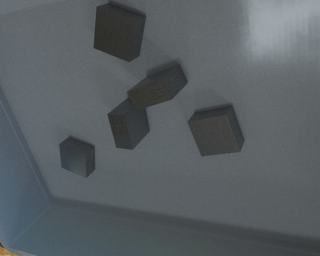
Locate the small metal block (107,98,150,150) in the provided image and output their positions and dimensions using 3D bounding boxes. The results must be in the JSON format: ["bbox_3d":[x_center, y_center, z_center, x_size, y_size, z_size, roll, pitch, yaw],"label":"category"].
[{"bbox_3d":[-0.040,-0.007,0.409,0.025,0.050,0.050,4,120,26],"label":"small metal block"}]

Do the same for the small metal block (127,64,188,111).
[{"bbox_3d":[-0.002,-0.048,0.364,0.050,0.050,0.025,-15,111,34],"label":"small metal block"}]

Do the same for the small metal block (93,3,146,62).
[{"bbox_3d":[-0.048,-0.112,0.365,0.050,0.025,0.050,24,127,13],"label":"small metal block"}]

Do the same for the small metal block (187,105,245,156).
[{"bbox_3d":[0.068,0.004,0.375,0.050,0.025,0.050,-11,113,32],"label":"small metal block"}]

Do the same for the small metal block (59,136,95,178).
[{"bbox_3d":[-0.135,0.048,0.510,0.050,0.025,0.050,19,126,17],"label":"small metal block"}]
